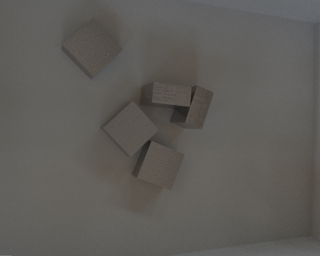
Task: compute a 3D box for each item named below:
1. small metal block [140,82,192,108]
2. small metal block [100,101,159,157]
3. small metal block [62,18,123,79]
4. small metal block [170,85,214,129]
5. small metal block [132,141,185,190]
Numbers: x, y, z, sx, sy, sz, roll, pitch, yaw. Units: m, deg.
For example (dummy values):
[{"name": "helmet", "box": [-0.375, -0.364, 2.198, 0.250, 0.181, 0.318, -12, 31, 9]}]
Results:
[{"name": "small metal block", "box": [0.006, -0.041, 0.401, 0.050, 0.050, 0.025, 5, 89, -20]}, {"name": "small metal block", "box": [-0.039, 0.001, 0.397, 0.050, 0.025, 0.050, -45, 104, -15]}, {"name": "small metal block", "box": [-0.083, -0.096, 0.380, 0.050, 0.025, 0.050, 47, 75, -15]}, {"name": "small metal block", "box": [0.041, -0.026, 0.414, 0.025, 0.050, 0.050, 21, 83, -19]}, {"name": "small metal block", "box": [-0.002, 0.049, 0.411, 0.050, 0.025, 0.050, 24, 82, -19]}]
